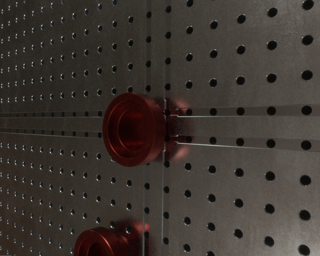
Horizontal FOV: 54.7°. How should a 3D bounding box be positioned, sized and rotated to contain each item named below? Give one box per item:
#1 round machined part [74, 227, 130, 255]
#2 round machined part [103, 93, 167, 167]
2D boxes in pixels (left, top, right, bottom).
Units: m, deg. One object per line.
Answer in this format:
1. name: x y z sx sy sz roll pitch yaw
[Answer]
1. round machined part: -0.082 0.197 0.464 0.098 0.042 0.097 0 90 39
2. round machined part: -0.030 0.002 0.421 0.098 0.042 0.097 0 90 39
